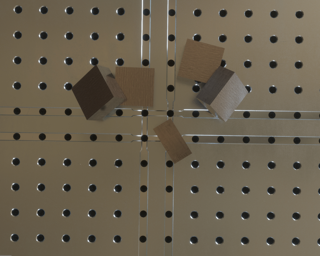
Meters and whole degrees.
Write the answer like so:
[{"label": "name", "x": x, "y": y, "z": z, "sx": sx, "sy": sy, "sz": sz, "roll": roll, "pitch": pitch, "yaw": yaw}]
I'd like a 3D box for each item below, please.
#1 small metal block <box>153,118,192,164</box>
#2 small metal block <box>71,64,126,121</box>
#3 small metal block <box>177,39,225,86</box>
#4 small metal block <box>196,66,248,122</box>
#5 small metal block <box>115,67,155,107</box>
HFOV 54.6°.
[{"label": "small metal block", "x": 0.015, "y": 0.016, "z": 0.401, "sx": 0.025, "sy": 0.050, "sz": 0.050, "roll": -32, "pitch": 90, "yaw": 0}, {"label": "small metal block", "x": -0.079, "y": -0.044, "z": 0.398, "sx": 0.050, "sy": 0.025, "sz": 0.050, "roll": -37, "pitch": 72, "yaw": 23}, {"label": "small metal block", "x": 0.053, "y": -0.086, "z": 0.414, "sx": 0.050, "sy": 0.025, "sz": 0.050, "roll": 15, "pitch": 90, "yaw": 0}, {"label": "small metal block", "x": 0.081, "y": -0.043, "z": 0.399, "sx": 0.050, "sy": 0.050, "sz": 0.025, "roll": -53, "pitch": 48, "yaw": 0}, {"label": "small metal block", "x": -0.033, "y": -0.054, "z": 0.413, "sx": 0.050, "sy": 0.025, "sz": 0.050, "roll": 2, "pitch": 90, "yaw": 0}]
